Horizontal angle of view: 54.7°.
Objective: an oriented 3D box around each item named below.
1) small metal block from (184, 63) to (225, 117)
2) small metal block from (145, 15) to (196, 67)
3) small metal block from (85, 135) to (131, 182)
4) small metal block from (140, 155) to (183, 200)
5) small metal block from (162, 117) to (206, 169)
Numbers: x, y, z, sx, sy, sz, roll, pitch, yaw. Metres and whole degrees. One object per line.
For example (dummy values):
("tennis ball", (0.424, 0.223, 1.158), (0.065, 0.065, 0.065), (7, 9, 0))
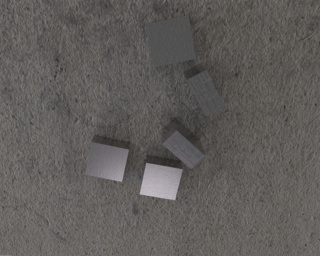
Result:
("small metal block", (0.053, -0.048, 0.379), (0.025, 0.050, 0.050), (-27, 108, 10))
("small metal block", (0.013, -0.104, 0.371), (0.050, 0.025, 0.050), (-11, 110, 4))
("small metal block", (-0.071, 0.042, 0.424), (0.050, 0.025, 0.050), (12, 110, -5))
("small metal block", (0.001, 0.070, 0.435), (0.050, 0.025, 0.050), (11, 110, -4))
("small metal block", (0.030, 0.018, 0.403), (0.050, 0.050, 0.025), (41, 105, -14))
